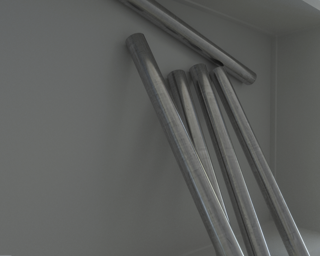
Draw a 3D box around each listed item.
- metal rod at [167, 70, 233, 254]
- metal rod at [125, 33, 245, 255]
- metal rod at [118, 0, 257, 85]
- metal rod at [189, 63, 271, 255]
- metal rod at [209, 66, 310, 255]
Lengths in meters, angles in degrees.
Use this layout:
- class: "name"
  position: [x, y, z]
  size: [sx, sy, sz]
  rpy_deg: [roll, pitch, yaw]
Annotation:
- class: "metal rod"
  position: [0.055, 0.061, 0.371]
  size: [0.025, 0.025, 0.299]
  rpy_deg: [6, 61, -40]
- class: "metal rod"
  position: [0.026, 0.023, 0.344]
  size: [0.025, 0.025, 0.299]
  rpy_deg: [-10, 70, -40]
- class: "metal rod"
  position: [0.046, -0.129, 0.444]
  size: [0.302, 0.025, 0.025]
  rpy_deg: [21, 77, -38]
- class: "metal rod"
  position: [0.091, 0.048, 0.405]
  size: [0.025, 0.025, 0.299]
  rpy_deg: [3, 64, -40]
- class: "metal rod"
  position: [0.139, 0.046, 0.446]
  size: [0.025, 0.025, 0.299]
  rpy_deg: [-8, 72, -40]
